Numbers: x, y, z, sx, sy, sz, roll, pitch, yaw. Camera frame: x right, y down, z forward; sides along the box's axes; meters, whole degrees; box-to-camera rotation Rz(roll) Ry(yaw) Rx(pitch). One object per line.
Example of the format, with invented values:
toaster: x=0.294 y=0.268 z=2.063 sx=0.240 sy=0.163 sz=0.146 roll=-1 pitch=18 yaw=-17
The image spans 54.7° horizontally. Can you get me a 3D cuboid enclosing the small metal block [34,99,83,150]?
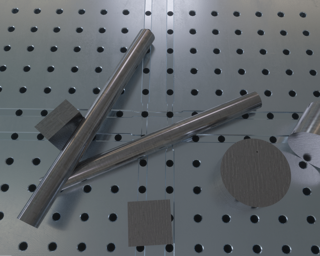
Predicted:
small metal block: x=-0.124 y=-0.002 z=0.398 sx=0.025 sy=0.050 sz=0.050 roll=41 pitch=75 yaw=13

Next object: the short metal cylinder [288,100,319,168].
short metal cylinder: x=0.207 y=0.011 z=0.380 sx=0.080 sy=0.080 sz=0.050 roll=34 pitch=74 yaw=11

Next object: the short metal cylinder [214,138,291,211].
short metal cylinder: x=0.110 y=0.058 z=0.378 sx=0.081 sy=0.050 sz=0.080 roll=0 pitch=70 yaw=0

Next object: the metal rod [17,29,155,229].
metal rod: x=-0.082 y=-0.017 z=0.399 sx=0.025 sy=0.025 sz=0.300 roll=24 pitch=65 yaw=8

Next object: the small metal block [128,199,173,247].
small metal block: x=-0.012 y=0.114 z=0.370 sx=0.050 sy=0.025 sz=0.050 roll=-3 pitch=70 yaw=-1

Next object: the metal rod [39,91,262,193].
metal rod: x=-0.005 y=0.017 z=0.405 sx=0.302 sy=0.025 sz=0.025 roll=-22 pitch=72 yaw=-8
